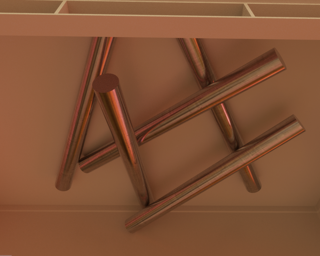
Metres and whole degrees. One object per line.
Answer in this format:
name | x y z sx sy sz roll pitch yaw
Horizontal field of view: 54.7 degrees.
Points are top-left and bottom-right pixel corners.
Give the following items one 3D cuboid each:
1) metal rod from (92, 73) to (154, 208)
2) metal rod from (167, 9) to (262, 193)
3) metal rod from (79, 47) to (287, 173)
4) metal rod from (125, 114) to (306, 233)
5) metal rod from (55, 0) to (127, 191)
metal rod | -0.034 0.046 0.405 0.025 0.025 0.299 -5 143 4
metal rod | 0.083 -0.011 0.400 0.025 0.025 0.299 -20 128 16
metal rod | 0.005 -0.007 0.379 0.299 0.025 0.025 -28 125 30
metal rod | 0.061 0.076 0.436 0.299 0.025 0.025 -37 121 25
metal rod | -0.097 -0.018 0.392 0.025 0.025 0.298 16 128 -14
